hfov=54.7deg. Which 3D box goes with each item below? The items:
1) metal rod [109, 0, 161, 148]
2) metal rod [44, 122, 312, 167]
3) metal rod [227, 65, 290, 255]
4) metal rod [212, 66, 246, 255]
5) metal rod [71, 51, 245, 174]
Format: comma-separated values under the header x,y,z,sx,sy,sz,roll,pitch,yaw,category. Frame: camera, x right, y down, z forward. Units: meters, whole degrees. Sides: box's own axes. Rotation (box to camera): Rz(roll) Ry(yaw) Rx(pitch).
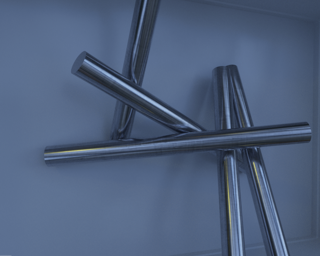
x,y,z,sx,sy,sz,roll,pitch,yaw,category
-0.020,-0.099,0.327,0.025,0.025,0.298,5,118,-20,metal rod
0.019,0.019,0.361,0.302,0.025,0.025,-5,92,1,metal rod
0.121,0.051,0.393,0.025,0.025,0.299,1,65,-20,metal rod
0.081,0.058,0.368,0.025,0.025,0.299,11,64,-20,metal rod
0.030,-0.001,0.379,0.301,0.025,0.025,30,80,-35,metal rod
